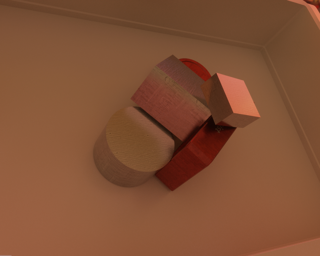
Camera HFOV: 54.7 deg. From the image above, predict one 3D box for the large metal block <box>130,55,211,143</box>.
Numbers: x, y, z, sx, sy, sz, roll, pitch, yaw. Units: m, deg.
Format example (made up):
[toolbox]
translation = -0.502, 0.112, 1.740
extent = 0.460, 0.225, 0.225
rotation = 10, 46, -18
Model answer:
[large metal block]
translation = 0.022, -0.039, 0.379
extent = 0.080, 0.050, 0.080
rotation = 39, 26, -2

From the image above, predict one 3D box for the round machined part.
[round machined part]
translation = 0.039, -0.063, 0.453
extent = 0.099, 0.042, 0.098
rotation = 14, 56, -21

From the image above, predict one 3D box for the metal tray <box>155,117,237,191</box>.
[metal tray]
translation = 0.057, 0.013, 0.386
extent = 0.030, 0.090, 0.131
rotation = 44, 50, 2

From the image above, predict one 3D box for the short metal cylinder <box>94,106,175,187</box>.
[short metal cylinder]
translation = -0.031, 0.022, 0.358
extent = 0.081, 0.050, 0.080
rotation = 14, 56, -21

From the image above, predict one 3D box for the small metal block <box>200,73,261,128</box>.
[small metal block]
translation = 0.078, -0.029, 0.343
extent = 0.050, 0.025, 0.050
rotation = 5, 58, -41
